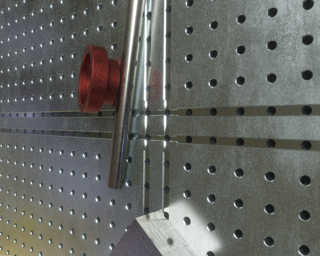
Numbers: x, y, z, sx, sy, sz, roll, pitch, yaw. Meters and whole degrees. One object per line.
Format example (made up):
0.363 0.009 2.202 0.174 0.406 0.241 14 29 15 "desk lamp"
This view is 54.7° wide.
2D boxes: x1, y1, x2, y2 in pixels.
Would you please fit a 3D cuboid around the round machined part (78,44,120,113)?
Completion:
-0.089 -0.070 0.453 0.098 0.042 0.097 162 111 -63 "round machined part"

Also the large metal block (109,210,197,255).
-0.010 0.168 0.400 0.080 0.050 0.080 46 117 30 "large metal block"

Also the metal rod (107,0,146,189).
-0.048 -0.060 0.446 0.025 0.025 0.298 12 98 39 "metal rod"
